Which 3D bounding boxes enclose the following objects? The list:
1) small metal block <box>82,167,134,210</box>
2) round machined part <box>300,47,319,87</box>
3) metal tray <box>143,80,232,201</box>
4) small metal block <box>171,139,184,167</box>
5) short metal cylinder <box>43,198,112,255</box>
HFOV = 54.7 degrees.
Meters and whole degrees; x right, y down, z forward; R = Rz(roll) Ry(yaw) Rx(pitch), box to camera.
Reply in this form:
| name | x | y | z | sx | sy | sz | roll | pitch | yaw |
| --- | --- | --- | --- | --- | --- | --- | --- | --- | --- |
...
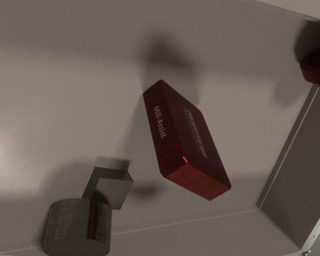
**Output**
| name | x | y | z | sx | sy | sz | roll | pitch | yaw |
| --- | --- | --- | --- | --- | --- | --- | --- | --- | --- |
| small metal block | -0.071 | 0.083 | 0.423 | 0.050 | 0.025 | 0.050 | 13 | 112 | -34 |
| round machined part | 0.260 | -0.089 | 0.446 | 0.098 | 0.098 | 0.042 | -33 | 113 | -7 |
| metal tray | 0.029 | 0.012 | 0.364 | 0.030 | 0.130 | 0.090 | -37 | 133 | 23 |
| small metal block | 0.033 | 0.030 | 0.431 | 0.050 | 0.050 | 0.025 | 1 | 118 | -29 |
| short metal cylinder | -0.104 | 0.132 | 0.398 | 0.081 | 0.050 | 0.080 | -2 | 139 | -2 |
